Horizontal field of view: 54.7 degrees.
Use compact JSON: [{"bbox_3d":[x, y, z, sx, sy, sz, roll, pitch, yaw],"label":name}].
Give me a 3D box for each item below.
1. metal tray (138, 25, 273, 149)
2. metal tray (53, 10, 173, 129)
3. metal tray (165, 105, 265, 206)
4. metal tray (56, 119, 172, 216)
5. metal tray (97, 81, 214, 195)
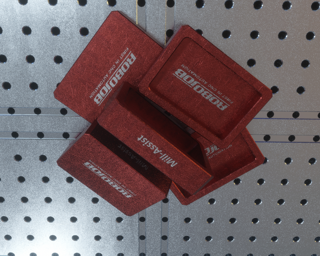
[{"bbox_3d":[0.051,-0.046,0.362,0.130,0.030,0.090,34,106,-12],"label":"metal tray"},{"bbox_3d":[-0.057,-0.066,0.385,0.090,0.030,0.130,37,106,-13],"label":"metal tray"},{"bbox_3d":[0.063,0.038,0.424,0.130,0.030,0.090,-32,107,10],"label":"metal tray"},{"bbox_3d":[-0.061,0.058,0.411,0.130,0.030,0.090,40,130,-14],"label":"metal tray"},{"bbox_3d":[-0.003,0.008,0.349,0.130,0.090,0.030,39,105,-14],"label":"metal tray"}]
